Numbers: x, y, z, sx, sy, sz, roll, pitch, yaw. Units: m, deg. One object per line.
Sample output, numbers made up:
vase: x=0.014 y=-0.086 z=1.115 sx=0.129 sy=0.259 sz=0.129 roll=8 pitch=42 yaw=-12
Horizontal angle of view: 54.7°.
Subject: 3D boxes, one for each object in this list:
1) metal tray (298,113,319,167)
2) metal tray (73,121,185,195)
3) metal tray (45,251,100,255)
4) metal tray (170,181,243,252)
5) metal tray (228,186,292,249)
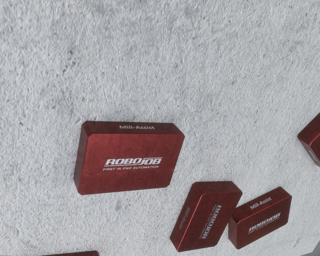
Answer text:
metal tray: x=0.327 y=0.022 z=0.595 sx=0.090 sy=0.030 sz=0.130 roll=-47 pitch=129 yaw=5
metal tray: x=-0.040 y=0.038 z=0.406 sx=0.131 sy=0.030 sz=0.089 roll=1 pitch=118 yaw=-29
metal tray: x=-0.160 y=0.231 z=0.459 sx=0.131 sy=0.030 sz=0.089 roll=8 pitch=114 yaw=-32
metal tray: x=0.080 y=0.155 z=0.543 sx=0.091 sy=0.030 sz=0.129 roll=5 pitch=116 yaw=-31
metal tray: x=0.201 y=0.182 z=0.626 sx=0.131 sy=0.030 sz=0.089 roll=-20 pitch=126 yaw=-16
